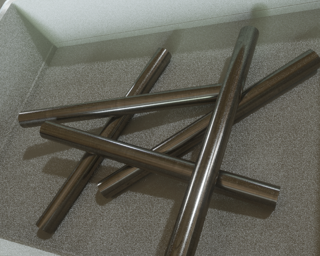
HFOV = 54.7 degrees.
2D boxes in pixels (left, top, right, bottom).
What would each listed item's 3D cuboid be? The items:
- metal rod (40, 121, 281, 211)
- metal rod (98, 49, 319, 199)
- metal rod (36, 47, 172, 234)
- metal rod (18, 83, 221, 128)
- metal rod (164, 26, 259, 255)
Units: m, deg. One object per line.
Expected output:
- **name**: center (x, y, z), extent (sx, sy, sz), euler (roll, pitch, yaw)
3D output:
- **metal rod**: center (-0.019, 0.036, 0.362), extent (0.301, 0.025, 0.025), euler (14, 69, 23)
- **metal rod**: center (0.054, -0.001, 0.377), extent (0.300, 0.025, 0.025), euler (-32, 52, 6)
- **metal rod**: center (-0.072, 0.009, 0.438), extent (0.025, 0.025, 0.300), euler (23, 74, 36)
- **metal rod**: center (-0.054, -0.029, 0.420), extent (0.301, 0.025, 0.025), euler (-7, 58, 13)
- **metal rod**: center (0.064, 0.000, 0.331), extent (0.025, 0.025, 0.300), euler (5, 58, 30)
